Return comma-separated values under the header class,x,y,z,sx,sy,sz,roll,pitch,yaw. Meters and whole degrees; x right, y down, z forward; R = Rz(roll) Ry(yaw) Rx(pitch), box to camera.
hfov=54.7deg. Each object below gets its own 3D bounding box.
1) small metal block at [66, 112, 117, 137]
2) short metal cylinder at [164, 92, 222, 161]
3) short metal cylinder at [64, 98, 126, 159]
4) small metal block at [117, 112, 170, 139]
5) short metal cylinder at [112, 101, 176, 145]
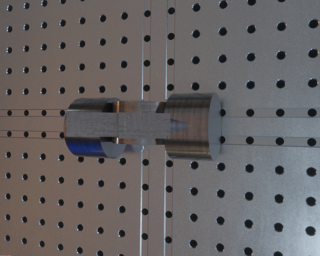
class,x,y,z,sx,sy,sz,roll,pitch,yaw
small metal block,-0.074,-0.004,0.339,0.050,0.050,0.025,1,91,-12
short metal cylinder,0.041,-0.002,0.368,0.050,0.080,0.079,1,90,21
short metal cylinder,-0.082,0.000,0.412,0.050,0.080,0.079,1,91,20
small metal block,-0.019,-0.003,0.324,0.050,0.050,0.025,1,91,-11
short metal cylinder,-0.020,-0.006,0.390,0.080,0.080,0.050,1,91,20
